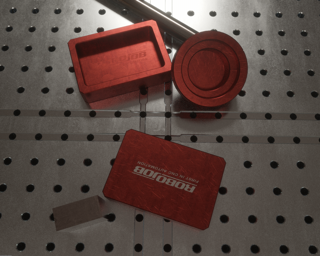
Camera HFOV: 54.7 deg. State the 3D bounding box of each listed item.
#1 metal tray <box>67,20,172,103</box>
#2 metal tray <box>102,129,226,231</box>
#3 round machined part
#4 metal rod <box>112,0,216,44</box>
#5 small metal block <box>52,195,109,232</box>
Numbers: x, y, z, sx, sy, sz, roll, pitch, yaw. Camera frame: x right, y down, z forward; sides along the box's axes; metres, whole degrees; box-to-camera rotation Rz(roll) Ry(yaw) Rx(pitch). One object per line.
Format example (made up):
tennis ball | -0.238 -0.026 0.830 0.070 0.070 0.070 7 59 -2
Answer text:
metal tray | -0.056 -0.097 0.443 0.131 0.030 0.090 -16 71 -6
metal tray | 0.006 0.064 0.386 0.131 0.030 0.090 17 71 6
round machined part | 0.064 -0.078 0.418 0.099 0.042 0.097 -1 97 -6
metal rod | -0.029 -0.185 0.479 0.300 0.025 0.025 34 73 11
small metal block | -0.090 0.101 0.361 0.050 0.050 0.025 -16 71 -6
